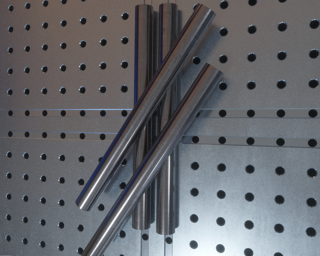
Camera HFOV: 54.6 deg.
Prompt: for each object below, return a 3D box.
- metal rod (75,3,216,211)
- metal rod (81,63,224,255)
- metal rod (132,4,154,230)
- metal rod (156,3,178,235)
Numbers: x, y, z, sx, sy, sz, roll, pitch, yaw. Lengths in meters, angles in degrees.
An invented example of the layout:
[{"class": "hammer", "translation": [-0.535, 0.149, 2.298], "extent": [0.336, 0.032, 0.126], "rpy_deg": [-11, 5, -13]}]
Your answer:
[{"class": "metal rod", "translation": [-0.024, -0.017, 0.396], "extent": [0.025, 0.025, 0.299], "rpy_deg": [36, 101, 16]}, {"class": "metal rod", "translation": [-0.015, 0.053, 0.392], "extent": [0.025, 0.025, 0.299], "rpy_deg": [36, 101, 16]}, {"class": "metal rod", "translation": [-0.023, -0.014, 0.422], "extent": [0.025, 0.025, 0.298], "rpy_deg": [1, 90, 20]}, {"class": "metal rod", "translation": [0.009, -0.012, 0.410], "extent": [0.025, 0.025, 0.298], "rpy_deg": [1, 90, 20]}]
